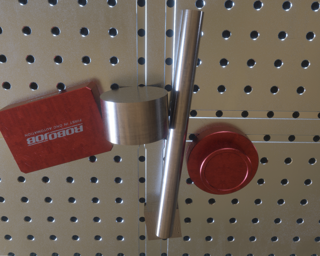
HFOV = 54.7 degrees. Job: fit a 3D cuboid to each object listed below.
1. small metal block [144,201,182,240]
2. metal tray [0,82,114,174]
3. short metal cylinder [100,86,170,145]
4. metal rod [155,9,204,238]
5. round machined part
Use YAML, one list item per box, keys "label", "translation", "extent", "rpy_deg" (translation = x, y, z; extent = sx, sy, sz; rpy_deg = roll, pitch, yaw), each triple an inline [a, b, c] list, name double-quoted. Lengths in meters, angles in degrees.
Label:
- label: "small metal block"
  translation: [0.005, 0.138, 0.464]
  extent: [0.050, 0.025, 0.050]
  rpy_deg: [-7, 110, 2]
- label: "metal tray"
  translation: [-0.135, 0.001, 0.409]
  extent: [0.131, 0.030, 0.089]
  rpy_deg: [-15, 110, 5]
- label: "short metal cylinder"
  translation: [-0.030, -0.018, 0.377]
  extent: [0.081, 0.080, 0.050]
  rpy_deg: [-3, 110, 0]
- label: "metal rod"
  translation: [0.023, 0.006, 0.401]
  extent: [0.025, 0.025, 0.298]
  rpy_deg: [6, 105, -3]
- label: "round machined part"
  translation: [0.086, 0.050, 0.424]
  extent: [0.099, 0.042, 0.097]
  rpy_deg: [0, 110, -1]
